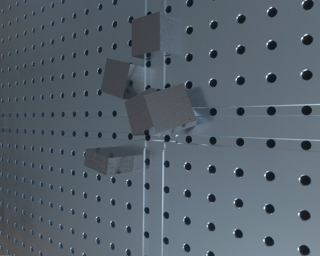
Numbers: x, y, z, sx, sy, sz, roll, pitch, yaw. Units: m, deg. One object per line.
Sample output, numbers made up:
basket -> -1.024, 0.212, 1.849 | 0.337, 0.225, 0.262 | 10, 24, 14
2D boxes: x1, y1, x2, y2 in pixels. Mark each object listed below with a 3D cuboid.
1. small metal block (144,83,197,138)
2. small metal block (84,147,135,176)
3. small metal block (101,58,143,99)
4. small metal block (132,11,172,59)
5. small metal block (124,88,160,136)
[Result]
small metal block -> 0.013, -0.021, 0.381 | 0.050, 0.025, 0.050 | -18, 76, -1
small metal block -> -0.073, 0.047, 0.451 | 0.050, 0.050, 0.025 | 15, 100, 38
small metal block -> -0.057, -0.072, 0.454 | 0.050, 0.025, 0.050 | 22, 104, 37
small metal block -> -0.011, -0.123, 0.417 | 0.050, 0.025, 0.050 | 0, 90, 39
small metal block -> -0.017, -0.021, 0.421 | 0.050, 0.025, 0.050 | -23, 76, 37
